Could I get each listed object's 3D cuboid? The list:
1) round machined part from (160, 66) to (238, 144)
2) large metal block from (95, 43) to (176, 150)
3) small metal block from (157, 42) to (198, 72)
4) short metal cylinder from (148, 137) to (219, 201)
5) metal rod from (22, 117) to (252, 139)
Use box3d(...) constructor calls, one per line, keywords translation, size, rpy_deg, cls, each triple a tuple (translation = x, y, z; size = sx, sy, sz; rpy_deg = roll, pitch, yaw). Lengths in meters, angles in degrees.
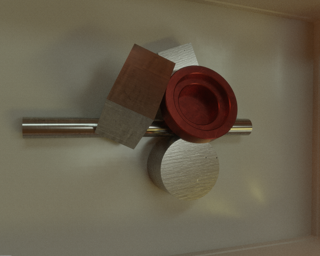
box3d(translation=(0.046, -0.027, 0.398), size=(0.099, 0.042, 0.098), rpy_deg=(6, 70, -18), cls="round machined part")
box3d(translation=(-0.030, -0.033, 0.354), size=(0.050, 0.080, 0.080), rpy_deg=(25, 59, -8), cls="large metal block")
box3d(translation=(0.023, -0.082, 0.419), size=(0.050, 0.025, 0.050), rpy_deg=(-22, 98, -19), cls="small metal block")
box3d(translation=(0.030, 0.050, 0.407), size=(0.081, 0.050, 0.079), rpy_deg=(0, 90, -21), cls="short metal cylinder")
box3d(translation=(-0.013, -0.001, 0.403), size=(0.303, 0.025, 0.025), rpy_deg=(0, 90, -21), cls="metal rod")
